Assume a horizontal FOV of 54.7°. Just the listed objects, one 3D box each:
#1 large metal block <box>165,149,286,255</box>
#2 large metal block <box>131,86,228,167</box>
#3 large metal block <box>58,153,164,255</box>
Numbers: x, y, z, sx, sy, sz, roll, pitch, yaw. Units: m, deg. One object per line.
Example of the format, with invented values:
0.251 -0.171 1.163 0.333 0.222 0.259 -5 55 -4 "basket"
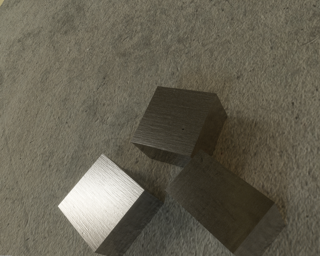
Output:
0.063 0.075 0.289 0.050 0.080 0.080 -49 51 -6 "large metal block"
0.025 0.000 0.375 0.080 0.050 0.080 12 68 33 "large metal block"
-0.057 0.090 0.363 0.080 0.050 0.080 33 80 38 "large metal block"
